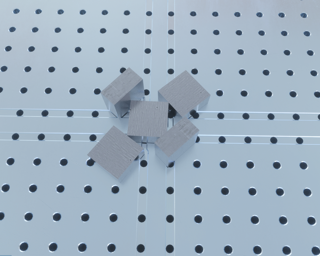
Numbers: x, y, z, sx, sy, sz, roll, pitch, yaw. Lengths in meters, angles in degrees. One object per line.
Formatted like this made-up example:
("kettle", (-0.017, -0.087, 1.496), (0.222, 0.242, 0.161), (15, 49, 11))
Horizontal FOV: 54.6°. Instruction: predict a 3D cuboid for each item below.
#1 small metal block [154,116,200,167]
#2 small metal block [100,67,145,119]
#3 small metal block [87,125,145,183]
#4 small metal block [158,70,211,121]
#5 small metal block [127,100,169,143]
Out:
("small metal block", (0.020, 0.018, 0.392), (0.050, 0.050, 0.025), (-40, 75, -13))
("small metal block", (-0.048, -0.045, 0.414), (0.025, 0.050, 0.050), (42, 76, 13))
("small metal block", (-0.056, 0.034, 0.399), (0.050, 0.025, 0.050), (36, 73, 12))
("small metal block", (0.033, -0.043, 0.428), (0.050, 0.025, 0.050), (-38, 75, -12))
("small metal block", (-0.015, -0.008, 0.414), (0.050, 0.025, 0.050), (3, 69, 2))
